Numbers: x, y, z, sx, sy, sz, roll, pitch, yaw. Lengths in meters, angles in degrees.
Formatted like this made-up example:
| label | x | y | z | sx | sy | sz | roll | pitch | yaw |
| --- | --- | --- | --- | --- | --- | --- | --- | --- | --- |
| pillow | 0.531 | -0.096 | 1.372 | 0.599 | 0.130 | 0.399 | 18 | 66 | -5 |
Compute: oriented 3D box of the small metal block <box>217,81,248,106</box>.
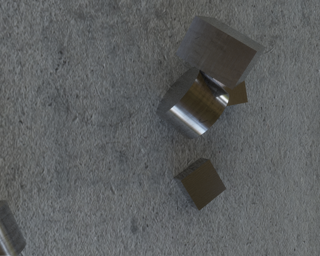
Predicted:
| label | x | y | z | sx | sy | sz | roll | pitch | yaw |
| --- | --- | --- | --- | --- | --- | --- | --- | --- | --- |
| small metal block | 0.094 | -0.057 | 0.444 | 0.050 | 0.025 | 0.050 | -11 | 94 | -20 |

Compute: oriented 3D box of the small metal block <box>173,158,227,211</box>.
| label | x | y | z | sx | sy | sz | roll | pitch | yaw |
| --- | --- | --- | --- | --- | --- | --- | --- | --- | --- |
| small metal block | 0.056 | 0.077 | 0.430 | 0.050 | 0.025 | 0.050 | -34 | 101 | -17 |

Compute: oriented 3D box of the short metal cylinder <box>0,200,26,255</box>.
| label | x | y | z | sx | sy | sz | roll | pitch | yaw |
| --- | --- | --- | --- | --- | --- | --- | --- | --- | --- |
| short metal cylinder | -0.186 | 0.115 | 0.312 | 0.081 | 0.080 | 0.050 | -23 | 98 | -19 |

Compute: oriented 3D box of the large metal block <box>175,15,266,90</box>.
| label | x | y | z | sx | sy | sz | roll | pitch | yaw |
| --- | --- | --- | --- | --- | --- | --- | --- | --- | --- |
| large metal block | 0.078 | -0.097 | 0.388 | 0.080 | 0.080 | 0.050 | 35 | 118 | 12 |

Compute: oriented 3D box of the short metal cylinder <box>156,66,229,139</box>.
| label | x | y | z | sx | sy | sz | roll | pitch | yaw |
| --- | --- | --- | --- | --- | --- | --- | --- | --- | --- |
| short metal cylinder | 0.040 | -0.032 | 0.395 | 0.050 | 0.080 | 0.080 | 39 | 78 | -16 |
